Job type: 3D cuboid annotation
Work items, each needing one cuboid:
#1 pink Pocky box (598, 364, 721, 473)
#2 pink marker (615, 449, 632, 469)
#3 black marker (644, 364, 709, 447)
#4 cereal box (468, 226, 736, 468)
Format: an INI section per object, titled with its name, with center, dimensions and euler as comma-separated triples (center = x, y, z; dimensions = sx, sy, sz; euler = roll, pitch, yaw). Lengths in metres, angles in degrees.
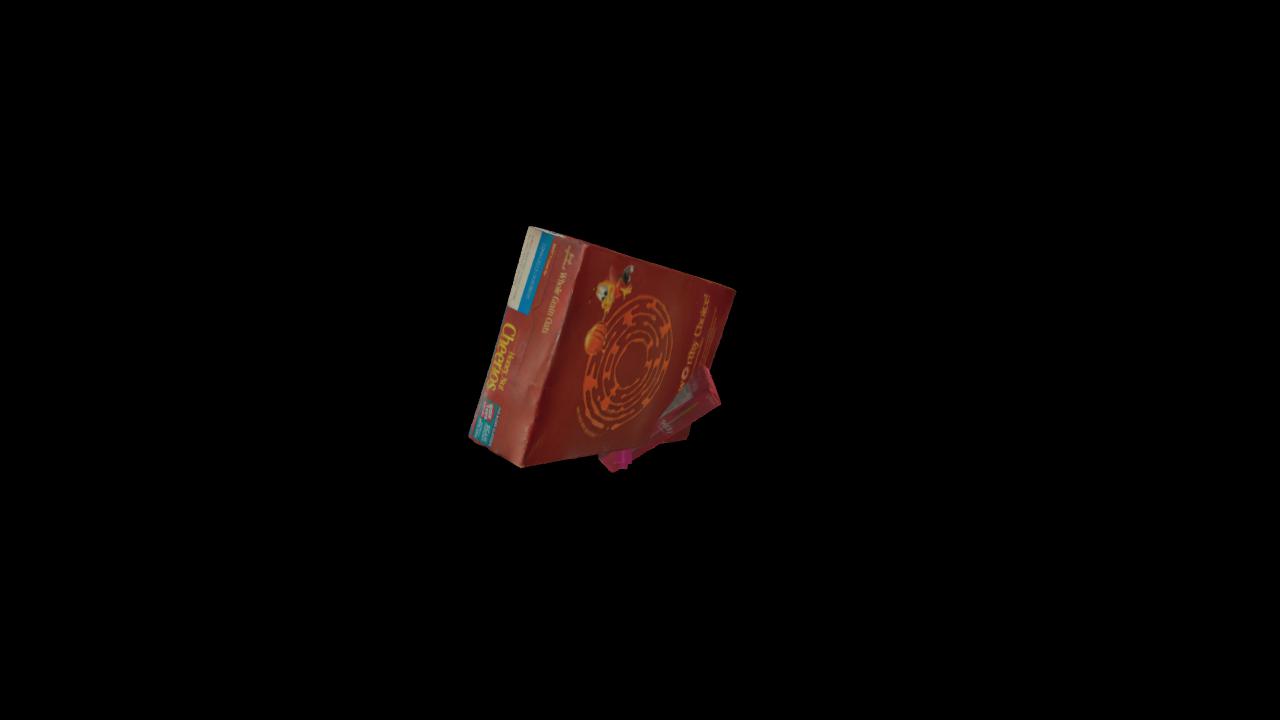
[pink Pocky box]
center = 0.020, 0.064, 0.725
dimensions = 0.155, 0.029, 0.084
euler = -34, 23, 12
[pink marker]
center = -0.017, 0.060, 0.681
dimensions = 0.020, 0.121, 0.020
euler = 1, -13, 0
[black marker]
center = -0.058, -0.042, 0.668
dimensions = 0.020, 0.121, 0.020
euler = -8, -14, -2
[cereal box]
center = -0.021, -0.008, 0.650
dimensions = 0.081, 0.203, 0.306
euler = 23, 11, 32
